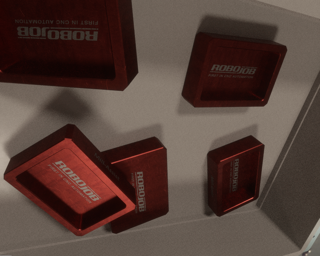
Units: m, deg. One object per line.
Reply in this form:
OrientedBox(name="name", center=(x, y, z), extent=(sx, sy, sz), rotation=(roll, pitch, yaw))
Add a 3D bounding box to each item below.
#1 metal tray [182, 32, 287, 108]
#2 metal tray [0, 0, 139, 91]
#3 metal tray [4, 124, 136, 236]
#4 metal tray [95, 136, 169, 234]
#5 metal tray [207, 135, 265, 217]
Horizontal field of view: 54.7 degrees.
OrientedBox(name="metal tray", center=(0.101, -0.075, 0.416), extent=(0.131, 0.030, 0.089), rotation=(-3, 120, -28))
OrientedBox(name="metal tray", center=(-0.088, -0.081, 0.258), extent=(0.131, 0.030, 0.089), rotation=(5, 124, 13))
OrientedBox(name="metal tray", center=(-0.100, 0.067, 0.366), extent=(0.090, 0.030, 0.130), rotation=(-30, 122, 10))
OrientedBox(name="metal tray", center=(-0.036, 0.083, 0.439), extent=(0.091, 0.030, 0.129), rotation=(-16, 125, -20))
OrientedBox(name="metal tray", center=(0.128, 0.084, 0.529), extent=(0.091, 0.030, 0.129), rotation=(-19, 126, -18))
